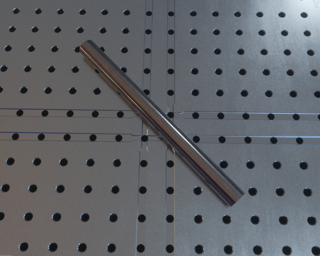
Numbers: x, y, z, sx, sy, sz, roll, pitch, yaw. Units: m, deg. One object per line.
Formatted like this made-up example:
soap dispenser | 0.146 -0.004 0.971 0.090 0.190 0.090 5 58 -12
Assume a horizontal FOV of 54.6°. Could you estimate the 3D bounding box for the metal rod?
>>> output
metal rod | -0.006 -0.015 0.418 0.025 0.025 0.300 -41 75 -13
